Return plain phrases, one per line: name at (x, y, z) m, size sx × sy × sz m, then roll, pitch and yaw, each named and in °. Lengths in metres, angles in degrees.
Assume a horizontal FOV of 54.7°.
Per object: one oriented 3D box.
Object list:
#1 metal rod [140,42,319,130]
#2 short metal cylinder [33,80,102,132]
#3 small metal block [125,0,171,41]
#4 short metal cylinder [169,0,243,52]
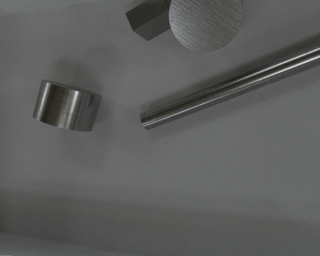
metal rod at (0.113, -0.059, 0.370) m, size 0.300 × 0.025 × 0.025 m, roll -21°, pitch 83°, yaw 18°
short metal cylinder at (-0.126, -0.031, 0.424) m, size 0.080 × 0.080 × 0.050 m, roll 19°, pitch 96°, yaw 18°
small metal block at (-0.008, -0.141, 0.399) m, size 0.050 × 0.050 × 0.025 m, roll -25°, pitch 82°, yaw 18°
short metal cylinder at (0.055, -0.134, 0.361) m, size 0.080 × 0.050 × 0.079 m, roll 6°, pitch 119°, yaw 11°
